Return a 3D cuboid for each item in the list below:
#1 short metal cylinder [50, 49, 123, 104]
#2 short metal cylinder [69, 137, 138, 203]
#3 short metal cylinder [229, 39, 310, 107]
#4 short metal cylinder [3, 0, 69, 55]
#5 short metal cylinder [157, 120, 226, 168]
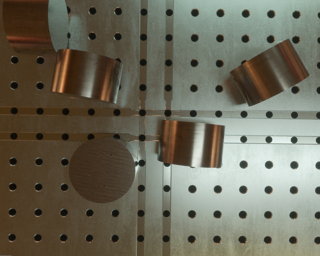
[{"bbox_3d":[-0.090,-0.062,0.385,0.080,0.080,0.050,10,90,-1],"label":"short metal cylinder"},{"bbox_3d":[-0.070,0.051,0.400,0.081,0.050,0.079,0,90,-1],"label":"short metal cylinder"},{"bbox_3d":[0.135,-0.068,0.388,0.080,0.080,0.050,-29,90,0],"label":"short metal cylinder"},{"bbox_3d":[-0.150,-0.131,0.384,0.050,0.080,0.079,2,90,0],"label":"short metal cylinder"},{"bbox_3d":[0.039,0.018,0.387,0.081,0.080,0.050,5,90,-1],"label":"short metal cylinder"}]
